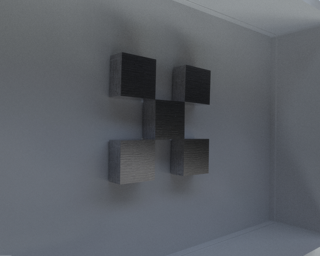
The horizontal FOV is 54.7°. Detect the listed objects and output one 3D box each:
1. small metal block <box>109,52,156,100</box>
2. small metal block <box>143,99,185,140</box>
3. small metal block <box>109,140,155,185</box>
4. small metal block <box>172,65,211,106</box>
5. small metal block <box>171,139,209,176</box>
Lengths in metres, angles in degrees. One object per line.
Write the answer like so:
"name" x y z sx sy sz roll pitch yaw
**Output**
"small metal block" -0.033 -0.061 0.376 0.050 0.025 0.050 2 89 -40
"small metal block" 0.006 -0.010 0.408 0.050 0.025 0.050 1 90 -40
"small metal block" -0.034 0.039 0.376 0.050 0.025 0.050 1 90 -40
"small metal block" 0.045 -0.059 0.441 0.050 0.025 0.050 3 88 -40
"small metal block" 0.043 0.040 0.440 0.050 0.025 0.050 2 89 -40
